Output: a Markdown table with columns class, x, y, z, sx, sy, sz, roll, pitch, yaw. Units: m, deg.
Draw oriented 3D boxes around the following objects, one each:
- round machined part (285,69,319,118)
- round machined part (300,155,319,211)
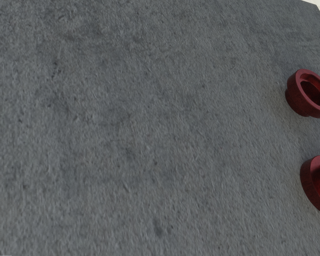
| class | x | y | z | sx | sy | sz | roll | pitch | yaw |
| --- | --- | --- | --- | --- | --- | --- | --- | --- | --- |
| round machined part | 0.277 | -0.060 | 0.582 | 0.099 | 0.042 | 0.098 | 14 | 56 | -21 |
| round machined part | 0.277 | 0.087 | 0.492 | 0.099 | 0.042 | 0.098 | 14 | 56 | -21 |
